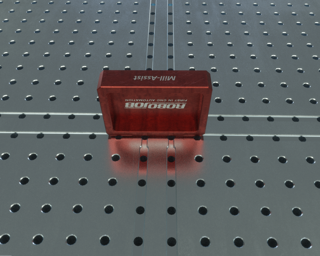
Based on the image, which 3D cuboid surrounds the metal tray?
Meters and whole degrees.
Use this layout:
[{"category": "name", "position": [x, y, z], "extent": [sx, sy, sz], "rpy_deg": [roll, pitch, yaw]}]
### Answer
[{"category": "metal tray", "position": [-0.006, -0.029, 0.389], "extent": [0.131, 0.090, 0.030], "rpy_deg": [0, 50, 0]}]
